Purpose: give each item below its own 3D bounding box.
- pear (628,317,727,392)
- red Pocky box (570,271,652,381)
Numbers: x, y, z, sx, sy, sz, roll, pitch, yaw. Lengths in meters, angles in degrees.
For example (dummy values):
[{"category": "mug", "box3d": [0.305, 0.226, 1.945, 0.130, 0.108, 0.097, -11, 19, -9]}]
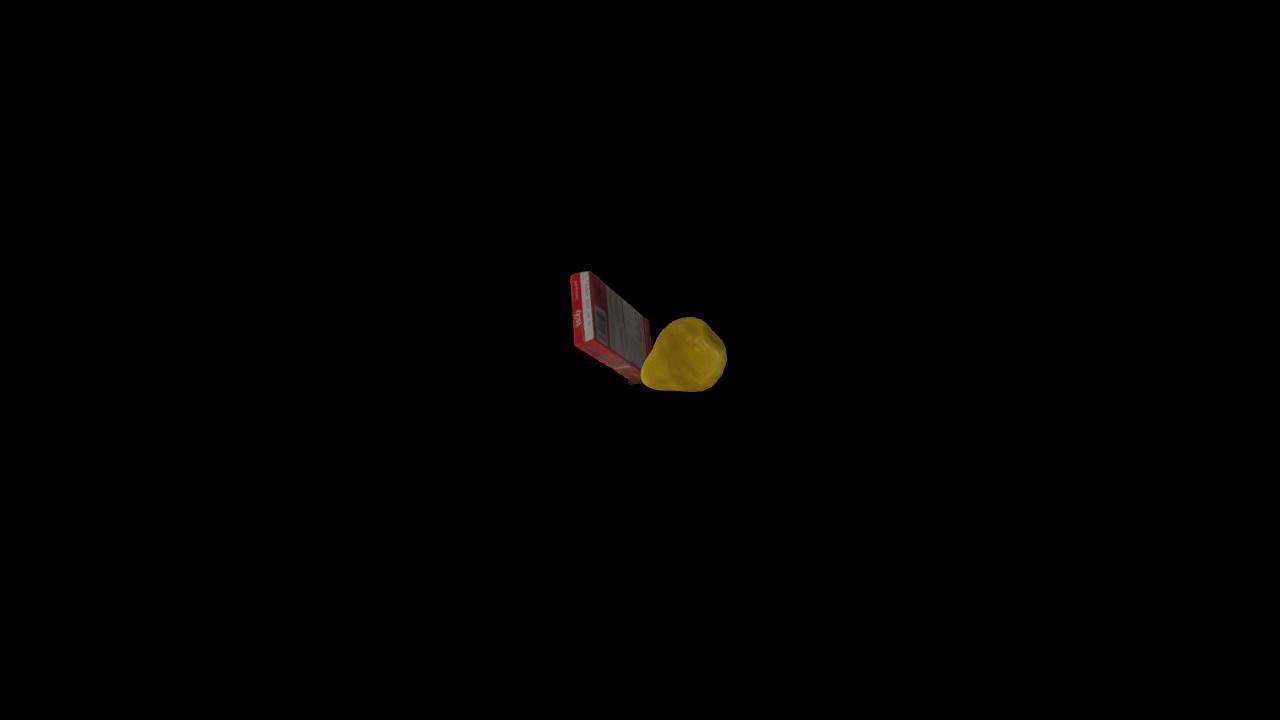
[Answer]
[{"category": "pear", "box3d": [0.037, 0.008, 0.658, 0.111, 0.080, 0.080, -41, -19, 24]}, {"category": "red Pocky box", "box3d": [-0.028, -0.031, 0.693, 0.028, 0.083, 0.155, -15, -23, 21]}]
